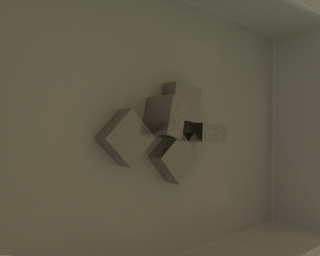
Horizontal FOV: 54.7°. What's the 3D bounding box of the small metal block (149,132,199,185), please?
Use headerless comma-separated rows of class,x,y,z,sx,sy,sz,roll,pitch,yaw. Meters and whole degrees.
small metal block,0.020,0.041,0.423,0.050,0.025,0.050,-48,119,-29

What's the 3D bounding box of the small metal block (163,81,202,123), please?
small metal block,0.030,-0.034,0.432,0.050,0.025,0.050,8,85,-40

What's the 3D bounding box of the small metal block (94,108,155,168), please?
small metal block,-0.041,0.012,0.372,0.050,0.025,0.050,-53,121,-27

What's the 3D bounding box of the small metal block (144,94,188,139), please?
small metal block,0.005,-0.014,0.394,0.025,0.050,0.050,16,80,-39

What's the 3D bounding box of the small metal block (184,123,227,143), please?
small metal block,0.058,0.007,0.439,0.050,0.050,0.025,4,88,-40
